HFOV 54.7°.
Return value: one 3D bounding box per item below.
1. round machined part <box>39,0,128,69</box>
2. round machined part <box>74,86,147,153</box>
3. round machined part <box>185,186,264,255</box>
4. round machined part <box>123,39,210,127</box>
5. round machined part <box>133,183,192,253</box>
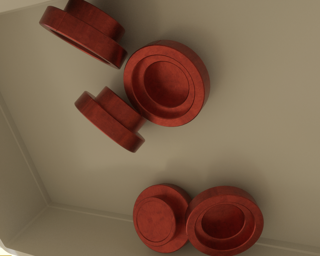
[{"bbox_3d":[-0.079,-0.108,0.347,0.098,0.098,0.042,29,92,9],"label":"round machined part"},{"bbox_3d":[-0.055,-0.016,0.392,0.098,0.098,0.042,40,90,0],"label":"round machined part"},{"bbox_3d":[0.082,0.118,0.410,0.099,0.042,0.097,-1,111,-1],"label":"round machined part"},{"bbox_3d":[0.011,-0.054,0.358,0.098,0.042,0.097,13,124,20],"label":"round machined part"},{"bbox_3d":[0.001,0.131,0.448,0.098,0.042,0.097,-2,85,28],"label":"round machined part"}]
